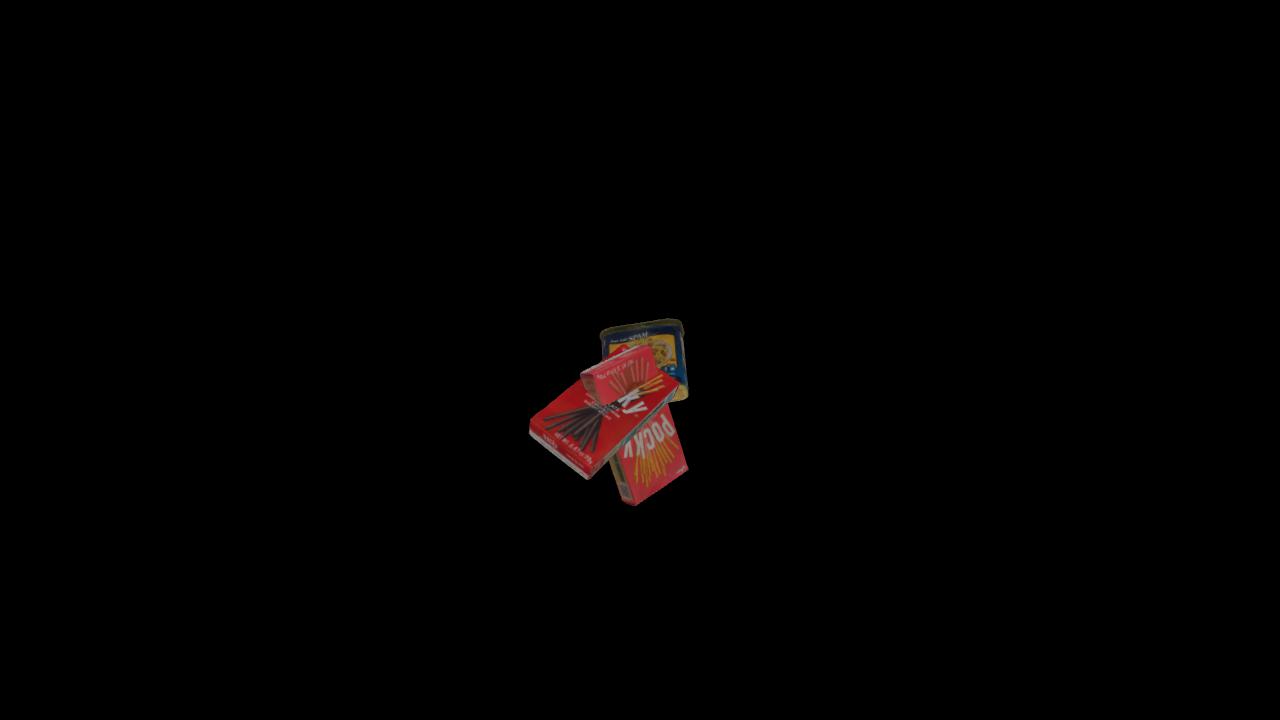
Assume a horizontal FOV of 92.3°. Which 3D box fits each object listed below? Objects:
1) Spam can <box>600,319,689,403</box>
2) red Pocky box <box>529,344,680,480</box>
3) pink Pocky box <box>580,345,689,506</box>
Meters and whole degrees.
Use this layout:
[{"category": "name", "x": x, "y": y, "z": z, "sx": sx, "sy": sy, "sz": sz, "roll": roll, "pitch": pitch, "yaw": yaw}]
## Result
[{"category": "Spam can", "x": 0.005, "y": 0.006, "z": 0.726, "sx": 0.101, "sy": 0.085, "sz": 0.058, "roll": -9, "pitch": -27, "yaw": 9}, {"category": "red Pocky box", "x": -0.034, "y": 0.048, "z": 0.642, "sx": 0.083, "sy": 0.028, "sz": 0.155, "roll": 34, "pitch": 49, "yaw": 18}, {"category": "pink Pocky box", "x": -0.004, "y": 0.070, "z": 0.666, "sx": 0.084, "sy": 0.155, "sz": 0.029, "roll": -26, "pitch": 16, "yaw": -35}]
